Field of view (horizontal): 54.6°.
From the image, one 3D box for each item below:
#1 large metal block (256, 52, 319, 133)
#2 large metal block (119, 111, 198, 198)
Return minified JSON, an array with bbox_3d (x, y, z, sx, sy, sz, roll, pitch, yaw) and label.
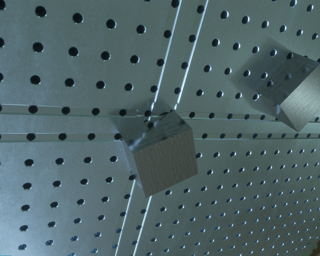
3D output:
[{"bbox_3d":[0.209,-0.053,0.475,0.080,0.050,0.080,-47,129,5],"label":"large metal block"},{"bbox_3d":[0.000,0.035,0.416,0.080,0.050,0.080,-23,127,-15],"label":"large metal block"}]
